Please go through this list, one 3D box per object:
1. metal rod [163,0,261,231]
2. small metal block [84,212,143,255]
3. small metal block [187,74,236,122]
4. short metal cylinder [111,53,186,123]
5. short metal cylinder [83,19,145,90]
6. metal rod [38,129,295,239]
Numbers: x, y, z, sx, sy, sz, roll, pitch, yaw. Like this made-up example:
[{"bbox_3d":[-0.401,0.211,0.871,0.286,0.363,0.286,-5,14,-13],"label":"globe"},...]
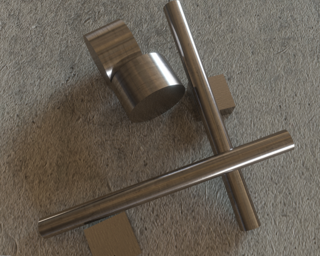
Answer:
[{"bbox_3d":[0.062,-0.022,0.390,0.025,0.025,0.299,-17,81,-6],"label":"metal rod"},{"bbox_3d":[-0.053,0.132,0.359,0.050,0.025,0.050,-23,72,-8],"label":"small metal block"},{"bbox_3d":[0.069,-0.041,0.423,0.050,0.025,0.050,-14,71,-5],"label":"small metal block"},{"bbox_3d":[-0.015,-0.050,0.397,0.080,0.080,0.050,-27,73,-10],"label":"short metal cylinder"},{"bbox_3d":[-0.060,-0.097,0.414,0.050,0.080,0.080,-29,73,-10],"label":"short metal cylinder"},{"bbox_3d":[0.005,0.066,0.357,0.301,0.025,0.025,-20,71,3],"label":"metal rod"}]
